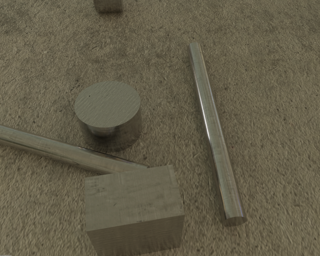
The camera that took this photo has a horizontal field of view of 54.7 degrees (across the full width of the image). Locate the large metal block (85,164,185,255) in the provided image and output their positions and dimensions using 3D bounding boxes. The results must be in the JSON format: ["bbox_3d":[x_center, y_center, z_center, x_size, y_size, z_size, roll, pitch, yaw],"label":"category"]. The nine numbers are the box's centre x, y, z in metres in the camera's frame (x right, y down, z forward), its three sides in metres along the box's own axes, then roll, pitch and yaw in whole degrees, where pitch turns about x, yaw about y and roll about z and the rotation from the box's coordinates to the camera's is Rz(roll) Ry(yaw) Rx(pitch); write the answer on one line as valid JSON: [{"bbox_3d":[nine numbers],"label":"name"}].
[{"bbox_3d":[-0.023,0.083,0.297,0.081,0.080,0.050,-8,51,-7],"label":"large metal block"}]

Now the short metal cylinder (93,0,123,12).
[{"bbox_3d":[-0.098,-0.262,0.587,0.050,0.080,0.080,-3,50,-3],"label":"short metal cylinder"}]

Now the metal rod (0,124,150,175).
[{"bbox_3d":[-0.159,0.019,0.385,0.301,0.025,0.025,14,52,11],"label":"metal rod"}]

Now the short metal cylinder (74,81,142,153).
[{"bbox_3d":[-0.064,-0.015,0.399,0.081,0.050,0.080,0,50,0],"label":"short metal cylinder"}]

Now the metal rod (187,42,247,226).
[{"bbox_3d":[0.067,-0.017,0.417,0.025,0.025,0.300,-3,50,-3],"label":"metal rod"}]
